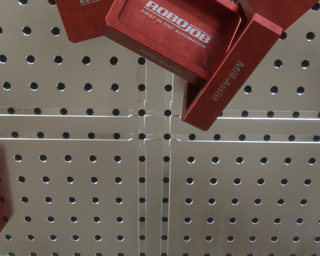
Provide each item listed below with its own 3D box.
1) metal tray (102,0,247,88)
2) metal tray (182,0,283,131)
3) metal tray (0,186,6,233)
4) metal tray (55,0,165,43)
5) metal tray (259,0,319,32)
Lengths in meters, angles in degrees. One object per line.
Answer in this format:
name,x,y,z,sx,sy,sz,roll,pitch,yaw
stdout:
metal tray,0.019,-0.108,0.320,0.131,0.030,0.090,26,80,-13
metal tray,0.070,-0.070,0.336,0.030,0.090,0.129,26,124,-11
metal tray,-0.280,0.096,0.442,0.091,0.030,0.129,2,110,-2
metal tray,-0.052,-0.157,0.352,0.131,0.030,0.089,-14,110,4
metal tray,0.151,-0.181,0.346,0.130,0.030,0.090,-42,105,13
